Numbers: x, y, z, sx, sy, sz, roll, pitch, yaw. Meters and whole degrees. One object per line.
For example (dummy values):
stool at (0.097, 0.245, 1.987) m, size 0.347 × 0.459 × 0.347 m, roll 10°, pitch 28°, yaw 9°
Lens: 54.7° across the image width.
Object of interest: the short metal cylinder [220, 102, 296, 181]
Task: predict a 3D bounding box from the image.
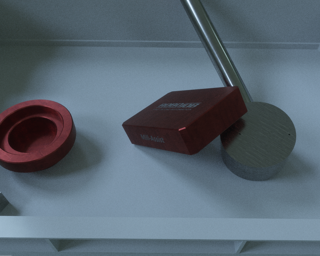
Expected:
short metal cylinder at (0.112, 0.016, 0.363) m, size 0.080 × 0.050 × 0.080 m, roll -4°, pitch 63°, yaw 9°

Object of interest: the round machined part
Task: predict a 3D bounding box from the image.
round machined part at (-0.153, 0.014, 0.381) m, size 0.099 × 0.042 × 0.098 m, roll 0°, pitch 50°, yaw 0°

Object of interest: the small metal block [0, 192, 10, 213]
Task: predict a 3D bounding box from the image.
small metal block at (-0.203, 0.084, 0.332) m, size 0.050 × 0.025 × 0.050 m, roll 22°, pitch 53°, yaw 17°

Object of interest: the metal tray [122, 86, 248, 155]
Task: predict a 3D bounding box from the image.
metal tray at (0.024, -0.012, 0.365) m, size 0.091 × 0.030 × 0.130 m, roll -36°, pitch 21°, yaw -27°

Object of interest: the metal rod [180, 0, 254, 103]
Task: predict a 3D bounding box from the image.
metal rod at (0.062, -0.138, 0.428) m, size 0.025 × 0.025 × 0.299 m, roll -24°, pitch 84°, yaw -19°
